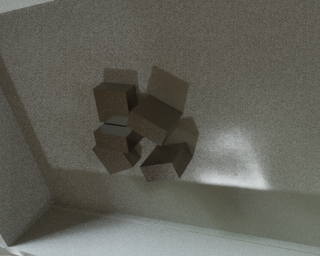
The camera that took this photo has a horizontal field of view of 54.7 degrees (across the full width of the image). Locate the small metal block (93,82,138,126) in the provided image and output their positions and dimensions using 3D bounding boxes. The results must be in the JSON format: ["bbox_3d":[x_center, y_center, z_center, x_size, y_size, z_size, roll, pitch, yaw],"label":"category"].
[{"bbox_3d":[-0.058,-0.033,0.419,0.050,0.025,0.050,8,122,24],"label":"small metal block"}]

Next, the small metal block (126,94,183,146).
[{"bbox_3d":[-0.006,-0.011,0.389,0.050,0.050,0.025,30,128,9],"label":"small metal block"}]

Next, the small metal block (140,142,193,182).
[{"bbox_3d":[0.009,0.046,0.416,0.050,0.050,0.025,-12,112,33],"label":"small metal block"}]

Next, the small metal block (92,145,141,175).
[{"bbox_3d":[-0.066,0.038,0.467,0.050,0.025,0.050,-22,107,36],"label":"small metal block"}]

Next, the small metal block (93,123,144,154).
[{"bbox_3d":[-0.054,0.007,0.426,0.050,0.050,0.025,8,122,24],"label":"small metal block"}]
